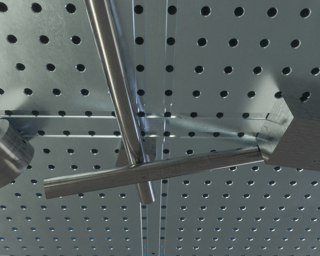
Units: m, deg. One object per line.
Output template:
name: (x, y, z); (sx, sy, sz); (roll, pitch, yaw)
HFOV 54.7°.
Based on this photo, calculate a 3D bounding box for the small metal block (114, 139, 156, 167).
small metal block: (-0.037, 0.044, 0.449); (0.050, 0.025, 0.050); (13, 129, -11)

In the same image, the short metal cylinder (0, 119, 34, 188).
short metal cylinder: (-0.214, 0.034, 0.401); (0.080, 0.080, 0.050); (-18, 128, 14)

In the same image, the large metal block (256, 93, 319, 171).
large metal block: (0.185, 0.007, 0.404); (0.081, 0.050, 0.079); (8, 130, -8)

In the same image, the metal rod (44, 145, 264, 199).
metal rod: (0.010, 0.053, 0.403); (0.302, 0.025, 0.025); (-7, 132, -16)

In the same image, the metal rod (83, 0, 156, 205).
metal rod: (-0.042, -0.019, 0.373); (0.025, 0.025, 0.298); (-7, 124, 5)
